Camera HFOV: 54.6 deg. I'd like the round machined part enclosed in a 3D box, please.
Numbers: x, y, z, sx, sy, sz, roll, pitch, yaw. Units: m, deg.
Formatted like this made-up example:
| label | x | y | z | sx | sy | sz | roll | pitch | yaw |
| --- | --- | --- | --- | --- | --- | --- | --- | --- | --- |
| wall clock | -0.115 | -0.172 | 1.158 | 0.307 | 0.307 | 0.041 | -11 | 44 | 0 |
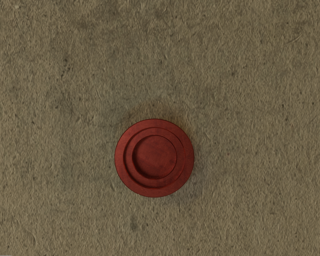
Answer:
| label | x | y | z | sx | sy | sz | roll | pitch | yaw |
| --- | --- | --- | --- | --- | --- | --- | --- | --- | --- |
| round machined part | -0.007 | 0.037 | 0.401 | 0.099 | 0.042 | 0.097 | 0 | 90 | 0 |
